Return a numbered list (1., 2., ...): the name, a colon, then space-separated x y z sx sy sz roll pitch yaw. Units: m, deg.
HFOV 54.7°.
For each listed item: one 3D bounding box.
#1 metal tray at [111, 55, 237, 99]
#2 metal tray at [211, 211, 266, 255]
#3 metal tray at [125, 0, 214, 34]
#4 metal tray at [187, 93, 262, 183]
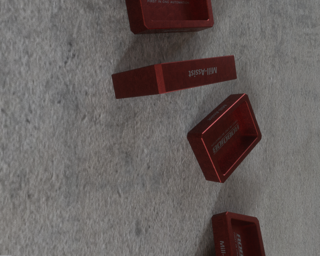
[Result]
1. metal tray: 0.020 -0.063 0.380 0.131 0.090 0.030 -16 101 -39
2. metal tray: 0.127 0.202 0.477 0.091 0.030 0.130 21 53 -37
3. metal tray: 0.014 -0.176 0.414 0.131 0.030 0.089 -17 101 -39
4. metal tray: 0.107 0.013 0.494 0.131 0.030 0.090 -39 114 -33
